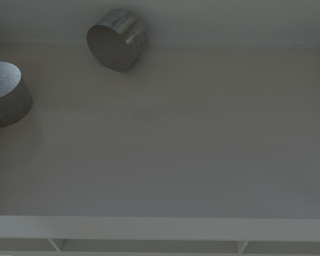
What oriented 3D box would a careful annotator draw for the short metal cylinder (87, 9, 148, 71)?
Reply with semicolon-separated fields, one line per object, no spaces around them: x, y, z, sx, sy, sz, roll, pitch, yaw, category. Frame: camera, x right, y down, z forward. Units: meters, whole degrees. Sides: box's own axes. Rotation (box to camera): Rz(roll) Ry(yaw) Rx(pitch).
-0.066;-0.136;0.483;0.080;0.080;0.050;21;53;17;short metal cylinder

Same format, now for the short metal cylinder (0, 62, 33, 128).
-0.225;-0.046;0.426;0.080;0.050;0.080;0;50;0;short metal cylinder
